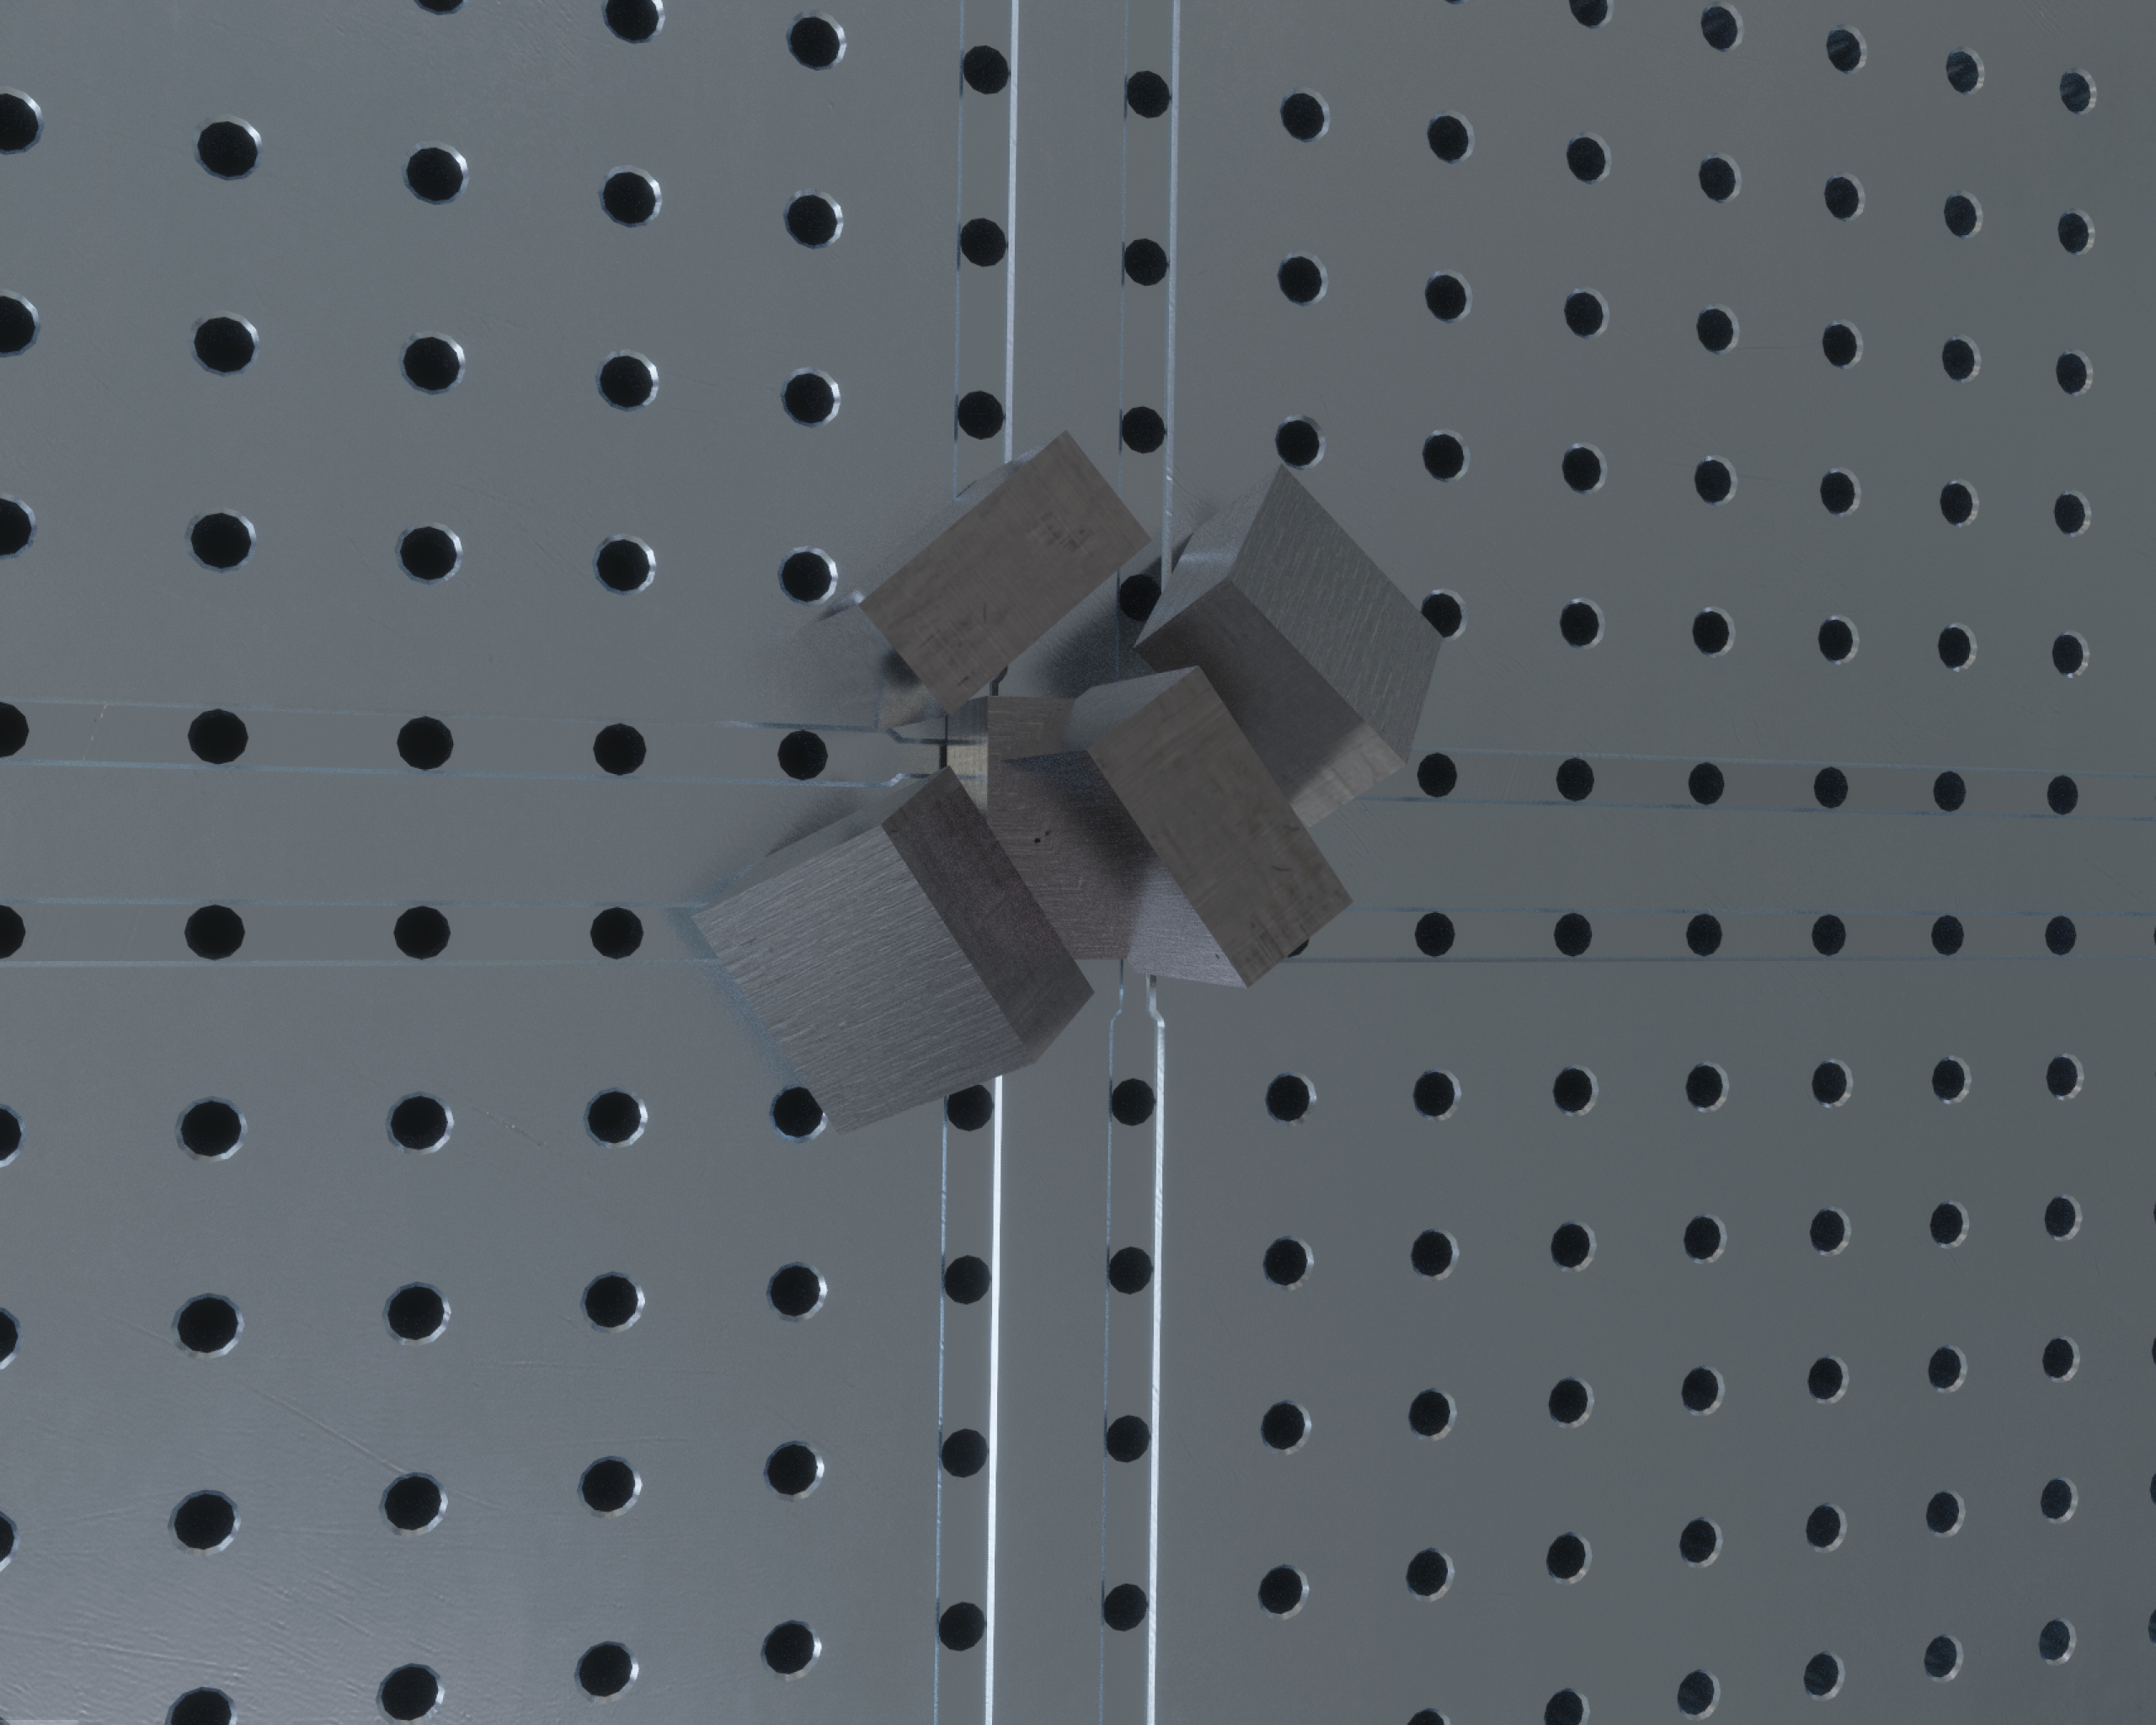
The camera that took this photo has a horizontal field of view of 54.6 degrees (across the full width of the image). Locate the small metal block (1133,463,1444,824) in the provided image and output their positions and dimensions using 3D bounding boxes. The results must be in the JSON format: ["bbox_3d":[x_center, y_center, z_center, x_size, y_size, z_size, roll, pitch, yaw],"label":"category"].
[{"bbox_3d":[0.043,-0.044,0.414,0.050,0.025,0.050,44,36,-15],"label":"small metal block"}]

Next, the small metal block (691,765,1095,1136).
[{"bbox_3d":[-0.034,0.017,0.384,0.050,0.050,0.025,58,36,-11],"label":"small metal block"}]

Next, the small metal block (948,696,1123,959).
[{"bbox_3d":[0.002,-0.006,0.413,0.050,0.025,0.050,1,90,-21],"label":"small metal block"}]

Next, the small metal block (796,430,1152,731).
[{"bbox_3d":[-0.021,-0.051,0.391,0.050,0.050,0.025,-43,104,-15],"label":"small metal block"}]

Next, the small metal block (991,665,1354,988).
[{"bbox_3d":[0.016,-0.006,0.378,0.025,0.050,0.050,-38,103,-17],"label":"small metal block"}]
